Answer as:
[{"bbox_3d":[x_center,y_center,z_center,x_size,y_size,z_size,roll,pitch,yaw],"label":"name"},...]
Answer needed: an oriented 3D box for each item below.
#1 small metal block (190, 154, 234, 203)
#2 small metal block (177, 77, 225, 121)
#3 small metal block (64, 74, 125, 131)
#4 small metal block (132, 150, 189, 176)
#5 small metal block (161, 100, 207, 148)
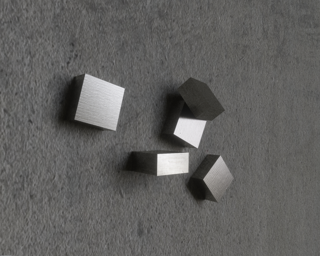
[{"bbox_3d":[0.080,0.076,0.472,0.050,0.025,0.050,-48,119,-29],"label":"small metal block"},{"bbox_3d":[0.057,-0.039,0.428,0.050,0.025,0.050,6,49,-57],"label":"small metal block"},{"bbox_3d":[-0.072,-0.027,0.344,0.050,0.025,0.050,18,79,-39],"label":"small metal block"},{"bbox_3d":[0.000,0.042,0.388,0.050,0.050,0.025,1,89,-40],"label":"small metal block"},{"bbox_3d":[0.035,-0.005,0.434,0.050,0.025,0.050,31,71,-36],"label":"small metal block"}]
